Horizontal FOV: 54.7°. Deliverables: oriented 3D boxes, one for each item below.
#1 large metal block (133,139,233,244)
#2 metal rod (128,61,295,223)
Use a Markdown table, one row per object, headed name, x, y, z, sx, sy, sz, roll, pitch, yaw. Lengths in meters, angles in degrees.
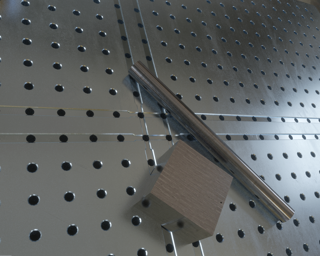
| name | x | y | z | sx | sy | sz | roll | pitch | yaw |
| --- | --- | --- | --- | --- | --- | --- | --- | --- | --- |
| large metal block | 0.029 | 0.074 | 0.364 | 0.080 | 0.050 | 0.080 | 36 | 51 | -5 |
| metal rod | 0.070 | 0.018 | 0.437 | 0.300 | 0.025 | 0.025 | 44 | 51 | 2 |
